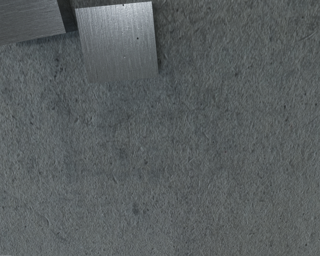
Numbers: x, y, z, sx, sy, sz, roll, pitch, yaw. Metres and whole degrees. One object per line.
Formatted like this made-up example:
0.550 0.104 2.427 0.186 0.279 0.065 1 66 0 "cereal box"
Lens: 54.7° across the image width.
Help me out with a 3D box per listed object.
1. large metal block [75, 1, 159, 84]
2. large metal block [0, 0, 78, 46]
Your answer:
-0.045 -0.099 0.359 0.080 0.050 0.079 -5 110 1 "large metal block"
-0.148 -0.140 0.343 0.080 0.050 0.079 -10 110 3 "large metal block"
